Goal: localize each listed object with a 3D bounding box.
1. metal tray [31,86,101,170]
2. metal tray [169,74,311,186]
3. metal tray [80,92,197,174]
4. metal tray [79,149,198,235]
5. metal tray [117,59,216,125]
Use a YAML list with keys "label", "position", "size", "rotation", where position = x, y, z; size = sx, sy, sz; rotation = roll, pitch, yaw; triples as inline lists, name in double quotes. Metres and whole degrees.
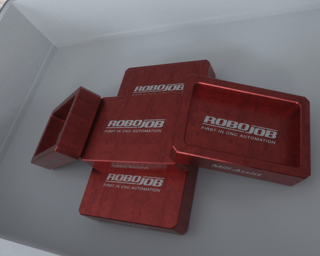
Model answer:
- label: "metal tray"
  position: [-0.133, 0.005, 0.429]
  size: [0.130, 0.030, 0.090]
  rotation: [-20, 49, 53]
- label: "metal tray"
  position: [0.082, 0.001, 0.317]
  size: [0.131, 0.030, 0.090]
  rotation: [12, 65, 1]
- label: "metal tray"
  position: [-0.024, 0.005, 0.372]
  size: [0.130, 0.030, 0.090]
  rotation: [-1, 61, 27]
- label: "metal tray"
  position: [-0.025, 0.070, 0.370]
  size: [0.130, 0.030, 0.090]
  rotation: [0, 61, 27]
- label: "metal tray"
  position: [0.004, -0.044, 0.424]
  size: [0.130, 0.030, 0.090]
  rotation: [0, 61, 27]
